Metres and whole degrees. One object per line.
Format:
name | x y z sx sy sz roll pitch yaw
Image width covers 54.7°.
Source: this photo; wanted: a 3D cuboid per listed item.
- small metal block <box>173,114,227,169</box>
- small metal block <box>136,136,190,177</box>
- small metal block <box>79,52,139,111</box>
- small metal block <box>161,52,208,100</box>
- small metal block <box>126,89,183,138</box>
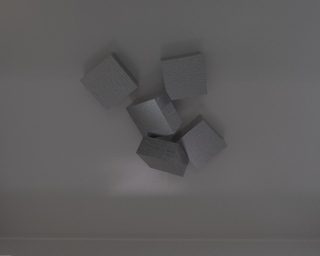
small metal block | 0.053 0.018 0.418 0.050 0.025 0.050 -41 105 13
small metal block | 0.005 0.037 0.401 0.050 0.025 0.050 12 156 27
small metal block | -0.062 -0.058 0.389 0.050 0.025 0.050 -36 106 12
small metal block | 0.030 -0.065 0.387 0.050 0.025 0.050 -9 110 3
small metal block | -0.007 -0.016 0.393 0.050 0.025 0.050 -14 114 40
